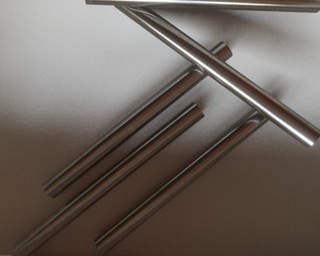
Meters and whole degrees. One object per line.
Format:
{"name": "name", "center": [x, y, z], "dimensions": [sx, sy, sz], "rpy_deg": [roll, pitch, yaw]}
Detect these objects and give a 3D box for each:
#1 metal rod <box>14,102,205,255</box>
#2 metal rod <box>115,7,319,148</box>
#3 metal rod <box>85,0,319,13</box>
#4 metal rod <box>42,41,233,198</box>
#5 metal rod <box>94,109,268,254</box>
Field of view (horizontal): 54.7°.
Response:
{"name": "metal rod", "center": [-0.066, 0.069, 0.410], "dimensions": [0.300, 0.025, 0.025], "rpy_deg": [-39, 90, 0]}
{"name": "metal rod", "center": [0.063, -0.079, 0.384], "dimensions": [0.300, 0.025, 0.025], "rpy_deg": [39, 90, 11]}
{"name": "metal rod", "center": [0.060, -0.165, 0.393], "dimensions": [0.302, 0.025, 0.025], "rpy_deg": [-1, 90, -7]}
{"name": "metal rod", "center": [-0.029, -0.011, 0.410], "dimensions": [0.300, 0.025, 0.025], "rpy_deg": [-39, 90, 0]}
{"name": "metal rod", "center": [0.037, 0.061, 0.411], "dimensions": [0.300, 0.025, 0.025], "rpy_deg": [-39, 90, 0]}
